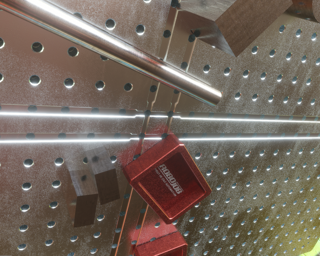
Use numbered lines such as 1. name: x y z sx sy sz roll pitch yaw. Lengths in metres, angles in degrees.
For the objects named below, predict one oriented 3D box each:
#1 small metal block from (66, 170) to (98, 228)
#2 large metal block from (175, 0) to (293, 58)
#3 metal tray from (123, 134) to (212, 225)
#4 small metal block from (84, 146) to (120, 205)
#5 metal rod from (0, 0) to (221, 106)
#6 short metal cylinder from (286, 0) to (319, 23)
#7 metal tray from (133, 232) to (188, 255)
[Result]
1. small metal block: -0.101 0.089 0.395 0.025 0.050 0.050 -1 119 -28
2. large metal block: 0.077 -0.133 0.335 0.080 0.080 0.050 -44 129 2
3. metal tray: 0.015 0.081 0.465 0.090 0.030 0.130 -36 129 -4
4. small metal block: -0.073 0.059 0.392 0.025 0.050 0.050 -16 125 -19
5. metal rod: -0.041 -0.082 0.337 0.302 0.025 0.025 19 108 -36
6. short metal cylinder: 0.207 -0.179 0.397 0.081 0.050 0.079 -14 124 -21
7. metal tray: 0.001 0.257 0.566 0.091 0.030 0.129 -13 124 -22
